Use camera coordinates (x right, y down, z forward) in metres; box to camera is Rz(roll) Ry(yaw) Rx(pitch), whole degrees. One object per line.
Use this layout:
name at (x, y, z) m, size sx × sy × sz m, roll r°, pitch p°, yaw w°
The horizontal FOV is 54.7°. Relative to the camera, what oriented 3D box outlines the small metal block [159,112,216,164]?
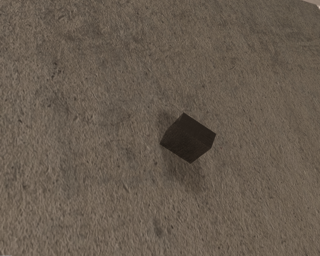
small metal block at (0.035, 0.014, 0.400) m, size 0.050 × 0.050 × 0.025 m, roll 33°, pitch 51°, yaw -7°
